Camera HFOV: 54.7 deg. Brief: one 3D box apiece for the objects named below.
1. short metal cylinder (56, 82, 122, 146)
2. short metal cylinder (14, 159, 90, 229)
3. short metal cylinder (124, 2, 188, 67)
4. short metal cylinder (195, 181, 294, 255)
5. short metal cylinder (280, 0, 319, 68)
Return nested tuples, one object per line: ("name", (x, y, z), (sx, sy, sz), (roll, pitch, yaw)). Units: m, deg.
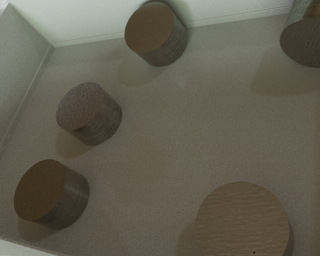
("short metal cylinder", (-0.103, -0.021, 0.455), (0.080, 0.050, 0.080), (-13, 56, 20))
("short metal cylinder", (-0.141, 0.088, 0.408), (0.080, 0.050, 0.080), (-13, 56, 20))
("short metal cylinder", (-0.005, -0.139, 0.464), (0.080, 0.050, 0.080), (-7, 74, 25))
("short metal cylinder", (0.080, 0.096, 0.288), (0.080, 0.050, 0.080), (-13, 56, 20))
("short metal cylinder", (0.182, -0.111, 0.343), (0.080, 0.080, 0.050), (14, 69, 33))
